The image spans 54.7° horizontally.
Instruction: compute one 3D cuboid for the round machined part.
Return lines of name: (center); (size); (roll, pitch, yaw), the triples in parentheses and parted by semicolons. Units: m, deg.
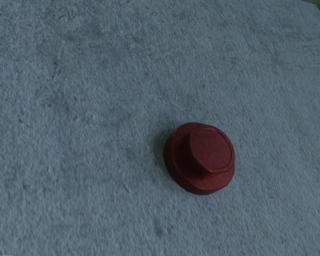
round machined part: (0.058, 0.034, 0.405); (0.099, 0.042, 0.098); (14, 56, -21)
